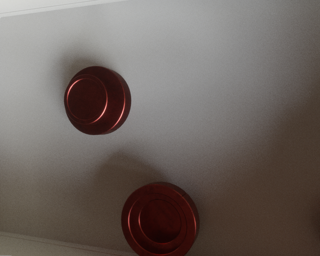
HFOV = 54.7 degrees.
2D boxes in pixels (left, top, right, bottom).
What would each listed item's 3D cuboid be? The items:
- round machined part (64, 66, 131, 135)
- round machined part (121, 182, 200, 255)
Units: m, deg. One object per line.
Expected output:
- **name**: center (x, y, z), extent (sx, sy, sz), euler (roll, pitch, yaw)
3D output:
- **round machined part**: center (-0.094, -0.038, 0.435), extent (0.098, 0.042, 0.097), euler (0, 90, 20)
- **round machined part**: center (0.003, 0.118, 0.400), extent (0.098, 0.042, 0.097), euler (0, 90, 20)
